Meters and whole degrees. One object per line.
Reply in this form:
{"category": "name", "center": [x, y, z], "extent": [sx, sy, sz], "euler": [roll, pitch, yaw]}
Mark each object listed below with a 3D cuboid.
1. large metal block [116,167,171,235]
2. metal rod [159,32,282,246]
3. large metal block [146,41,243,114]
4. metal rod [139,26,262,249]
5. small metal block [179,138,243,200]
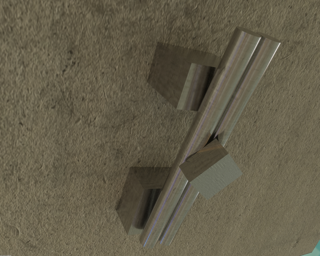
{"category": "large metal block", "center": [-0.009, 0.104, 0.451], "extent": [0.081, 0.050, 0.079], "euler": [5, 116, -31]}
{"category": "metal rod", "center": [0.055, 0.035, 0.365], "extent": [0.025, 0.025, 0.298], "euler": [3, 124, -30]}
{"category": "large metal block", "center": [0.042, -0.058, 0.360], "extent": [0.081, 0.080, 0.050], "euler": [3, 117, -30]}
{"category": "metal rod", "center": [0.032, 0.034, 0.352], "extent": [0.025, 0.025, 0.298], "euler": [3, 124, -30]}
{"category": "small metal block", "center": [0.057, 0.047, 0.342], "extent": [0.050, 0.025, 0.050], "euler": [-38, 135, 4]}
